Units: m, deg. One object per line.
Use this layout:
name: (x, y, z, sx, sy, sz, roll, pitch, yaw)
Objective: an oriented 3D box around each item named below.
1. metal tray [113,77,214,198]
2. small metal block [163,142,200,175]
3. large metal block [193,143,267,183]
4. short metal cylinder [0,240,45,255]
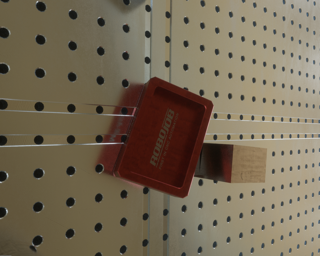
metal tray: (0.007, 0.012, 0.389, 0.091, 0.030, 0.130, 22, 75, -14)
small metal block: (0.029, 0.041, 0.434, 0.050, 0.025, 0.050, 3, 88, -40)
large metal block: (0.098, 0.050, 0.456, 0.081, 0.080, 0.050, 8, 85, -40)
short metal cylinder: (-0.135, 0.149, 0.280, 0.081, 0.050, 0.079, 0, 90, -40)
